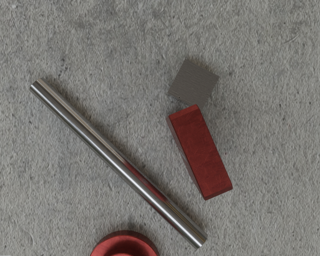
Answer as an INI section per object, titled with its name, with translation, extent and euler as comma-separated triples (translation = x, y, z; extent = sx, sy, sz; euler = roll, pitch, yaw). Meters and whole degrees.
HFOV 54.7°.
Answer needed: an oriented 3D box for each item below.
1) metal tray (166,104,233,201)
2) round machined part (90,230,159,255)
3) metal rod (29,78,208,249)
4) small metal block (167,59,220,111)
[metal tray]
translation = 0.039, 0.023, 0.358
extent = 0.030, 0.130, 0.090
euler = -23, 90, 0
[round machined part]
translation = -0.047, 0.188, 0.401
extent = 0.099, 0.042, 0.097
euler = 0, 90, -1
[metal rod]
translation = -0.054, 0.047, 0.409
extent = 0.300, 0.025, 0.025
euler = 44, 90, -1
[small metal block]
translation = 0.043, -0.056, 0.411
extent = 0.050, 0.025, 0.050
euler = 28, 90, -1
